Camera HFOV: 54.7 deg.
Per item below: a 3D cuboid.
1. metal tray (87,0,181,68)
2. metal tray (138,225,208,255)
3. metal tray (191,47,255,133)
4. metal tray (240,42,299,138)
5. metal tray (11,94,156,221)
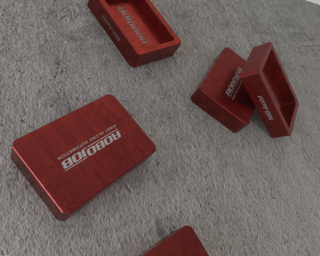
[{"bbox_3d":[-0.039,-0.161,0.477,0.091,0.030,0.130,-27,76,-37],"label":"metal tray"},{"bbox_3d":[0.000,0.167,0.299,0.131,0.030,0.090,-22,74,-36],"label":"metal tray"},{"bbox_3d":[0.115,-0.065,0.502,0.090,0.030,0.130,37,51,-4],"label":"metal tray"},{"bbox_3d":[0.179,-0.059,0.497,0.130,0.030,0.090,54,47,-24],"label":"metal tray"},{"bbox_3d":[-0.079,0.026,0.342,0.131,0.030,0.090,-34,81,-38],"label":"metal tray"}]
